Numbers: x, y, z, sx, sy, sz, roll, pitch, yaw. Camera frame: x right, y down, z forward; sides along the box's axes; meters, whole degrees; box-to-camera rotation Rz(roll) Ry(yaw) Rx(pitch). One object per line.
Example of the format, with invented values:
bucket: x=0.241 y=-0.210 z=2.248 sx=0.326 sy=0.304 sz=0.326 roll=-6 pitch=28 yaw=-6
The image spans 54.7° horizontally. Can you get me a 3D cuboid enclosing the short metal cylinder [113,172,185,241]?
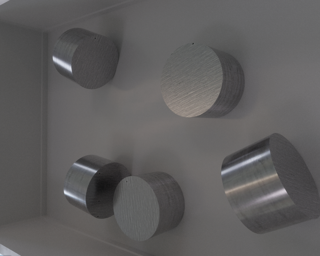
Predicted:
short metal cylinder: x=-0.015 y=0.099 z=0.403 sx=0.080 sy=0.050 sz=0.080 roll=0 pitch=90 yaw=40

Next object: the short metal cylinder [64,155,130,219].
short metal cylinder: x=-0.088 y=0.083 z=0.444 sx=0.050 sy=0.081 sz=0.079 roll=12 pitch=98 yaw=39

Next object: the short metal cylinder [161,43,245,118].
short metal cylinder: x=0.048 y=-0.051 z=0.351 sx=0.080 sy=0.050 sz=0.080 roll=0 pitch=90 yaw=40

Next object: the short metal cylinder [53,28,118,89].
short metal cylinder: x=-0.110 y=-0.104 z=0.462 sx=0.050 sy=0.081 sz=0.079 roll=29 pitch=108 yaw=36

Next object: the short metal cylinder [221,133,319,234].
short metal cylinder: x=0.102 y=0.051 z=0.287 sx=0.050 sy=0.081 sz=0.080 roll=-33 pitch=70 yaw=35
